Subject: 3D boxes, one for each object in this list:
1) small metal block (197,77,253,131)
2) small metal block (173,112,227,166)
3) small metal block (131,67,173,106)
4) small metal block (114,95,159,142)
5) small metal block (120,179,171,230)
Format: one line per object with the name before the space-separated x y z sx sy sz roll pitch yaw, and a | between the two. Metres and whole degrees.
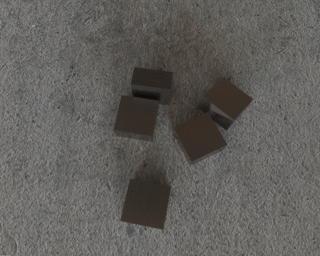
small metal block | 0.087 -0.033 0.414 0.050 0.025 0.050 40 58 13
small metal block | 0.051 0.014 0.403 0.050 0.025 0.050 -25 72 -9
small metal block | -0.010 -0.055 0.415 0.050 0.050 0.025 8 71 3
small metal block | -0.030 -0.012 0.412 0.050 0.025 0.050 9 70 3
small metal block | -0.016 0.092 0.374 0.050 0.025 0.050 10 70 3
